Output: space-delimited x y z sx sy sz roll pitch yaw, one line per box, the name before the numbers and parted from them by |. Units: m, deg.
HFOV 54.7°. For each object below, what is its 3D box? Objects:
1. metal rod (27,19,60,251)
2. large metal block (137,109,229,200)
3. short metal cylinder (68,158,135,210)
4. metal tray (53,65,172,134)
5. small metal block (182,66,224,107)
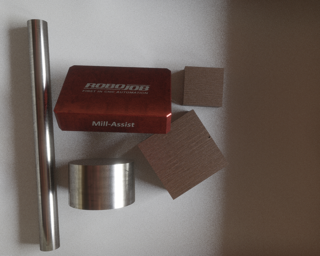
metal rod | -0.154 0.009 0.409 0.025 0.025 0.298 -3 90 -1
large metal block | 0.028 0.032 0.399 0.080 0.050 0.080 -33 90 0
short metal cylinder | -0.071 0.066 0.383 0.081 0.080 0.050 0 90 -1
metal tray | -0.052 -0.037 0.381 0.131 0.030 0.090 2 47 -1
small metal block | 0.057 -0.054 0.412 0.050 0.025 0.050 3 90 -1
